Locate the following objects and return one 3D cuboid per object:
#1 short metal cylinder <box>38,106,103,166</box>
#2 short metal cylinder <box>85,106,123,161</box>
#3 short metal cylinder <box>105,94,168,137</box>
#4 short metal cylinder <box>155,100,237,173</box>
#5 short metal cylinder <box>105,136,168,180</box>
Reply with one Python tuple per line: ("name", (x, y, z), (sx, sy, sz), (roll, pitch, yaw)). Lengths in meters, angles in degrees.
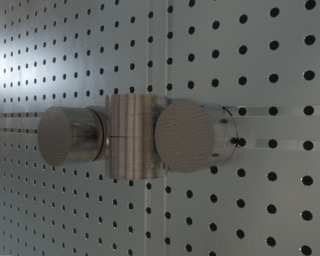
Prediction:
("short metal cylinder", (-0.125, 0.011, 0.429), (0.080, 0.050, 0.079), (0, 90, 40))
("short metal cylinder", (-0.082, 0.008, 0.461), (0.080, 0.050, 0.079), (0, 90, 39))
("short metal cylinder", (-0.030, -0.016, 0.399), (0.080, 0.081, 0.050), (1, 92, 40))
("short metal cylinder", (0.041, 0.009, 0.359), (0.080, 0.050, 0.079), (0, 90, 39))
("short metal cylinder", (-0.030, 0.036, 0.398), (0.080, 0.081, 0.050), (-1, 89, 40))
